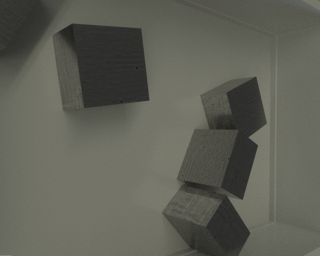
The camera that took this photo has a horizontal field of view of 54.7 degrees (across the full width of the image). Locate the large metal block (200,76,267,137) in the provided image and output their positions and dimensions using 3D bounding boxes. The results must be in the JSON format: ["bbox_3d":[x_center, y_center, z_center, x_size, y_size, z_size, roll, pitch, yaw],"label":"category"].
[{"bbox_3d":[0.118,-0.029,0.489,0.081,0.050,0.080,-29,108,-36],"label":"large metal block"}]

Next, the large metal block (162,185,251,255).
[{"bbox_3d":[0.063,0.130,0.424,0.050,0.080,0.080,-49,119,-29],"label":"large metal block"}]

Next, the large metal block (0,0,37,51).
[{"bbox_3d":[-0.154,-0.120,0.261,0.080,0.050,0.080,35,68,-35],"label":"large metal block"}]

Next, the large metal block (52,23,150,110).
[{"bbox_3d":[-0.063,-0.064,0.337,0.081,0.050,0.079,-11,97,-39],"label":"large metal block"}]

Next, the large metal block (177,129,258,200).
[{"bbox_3d":[0.081,0.049,0.438,0.050,0.080,0.080,33,70,-35],"label":"large metal block"}]
